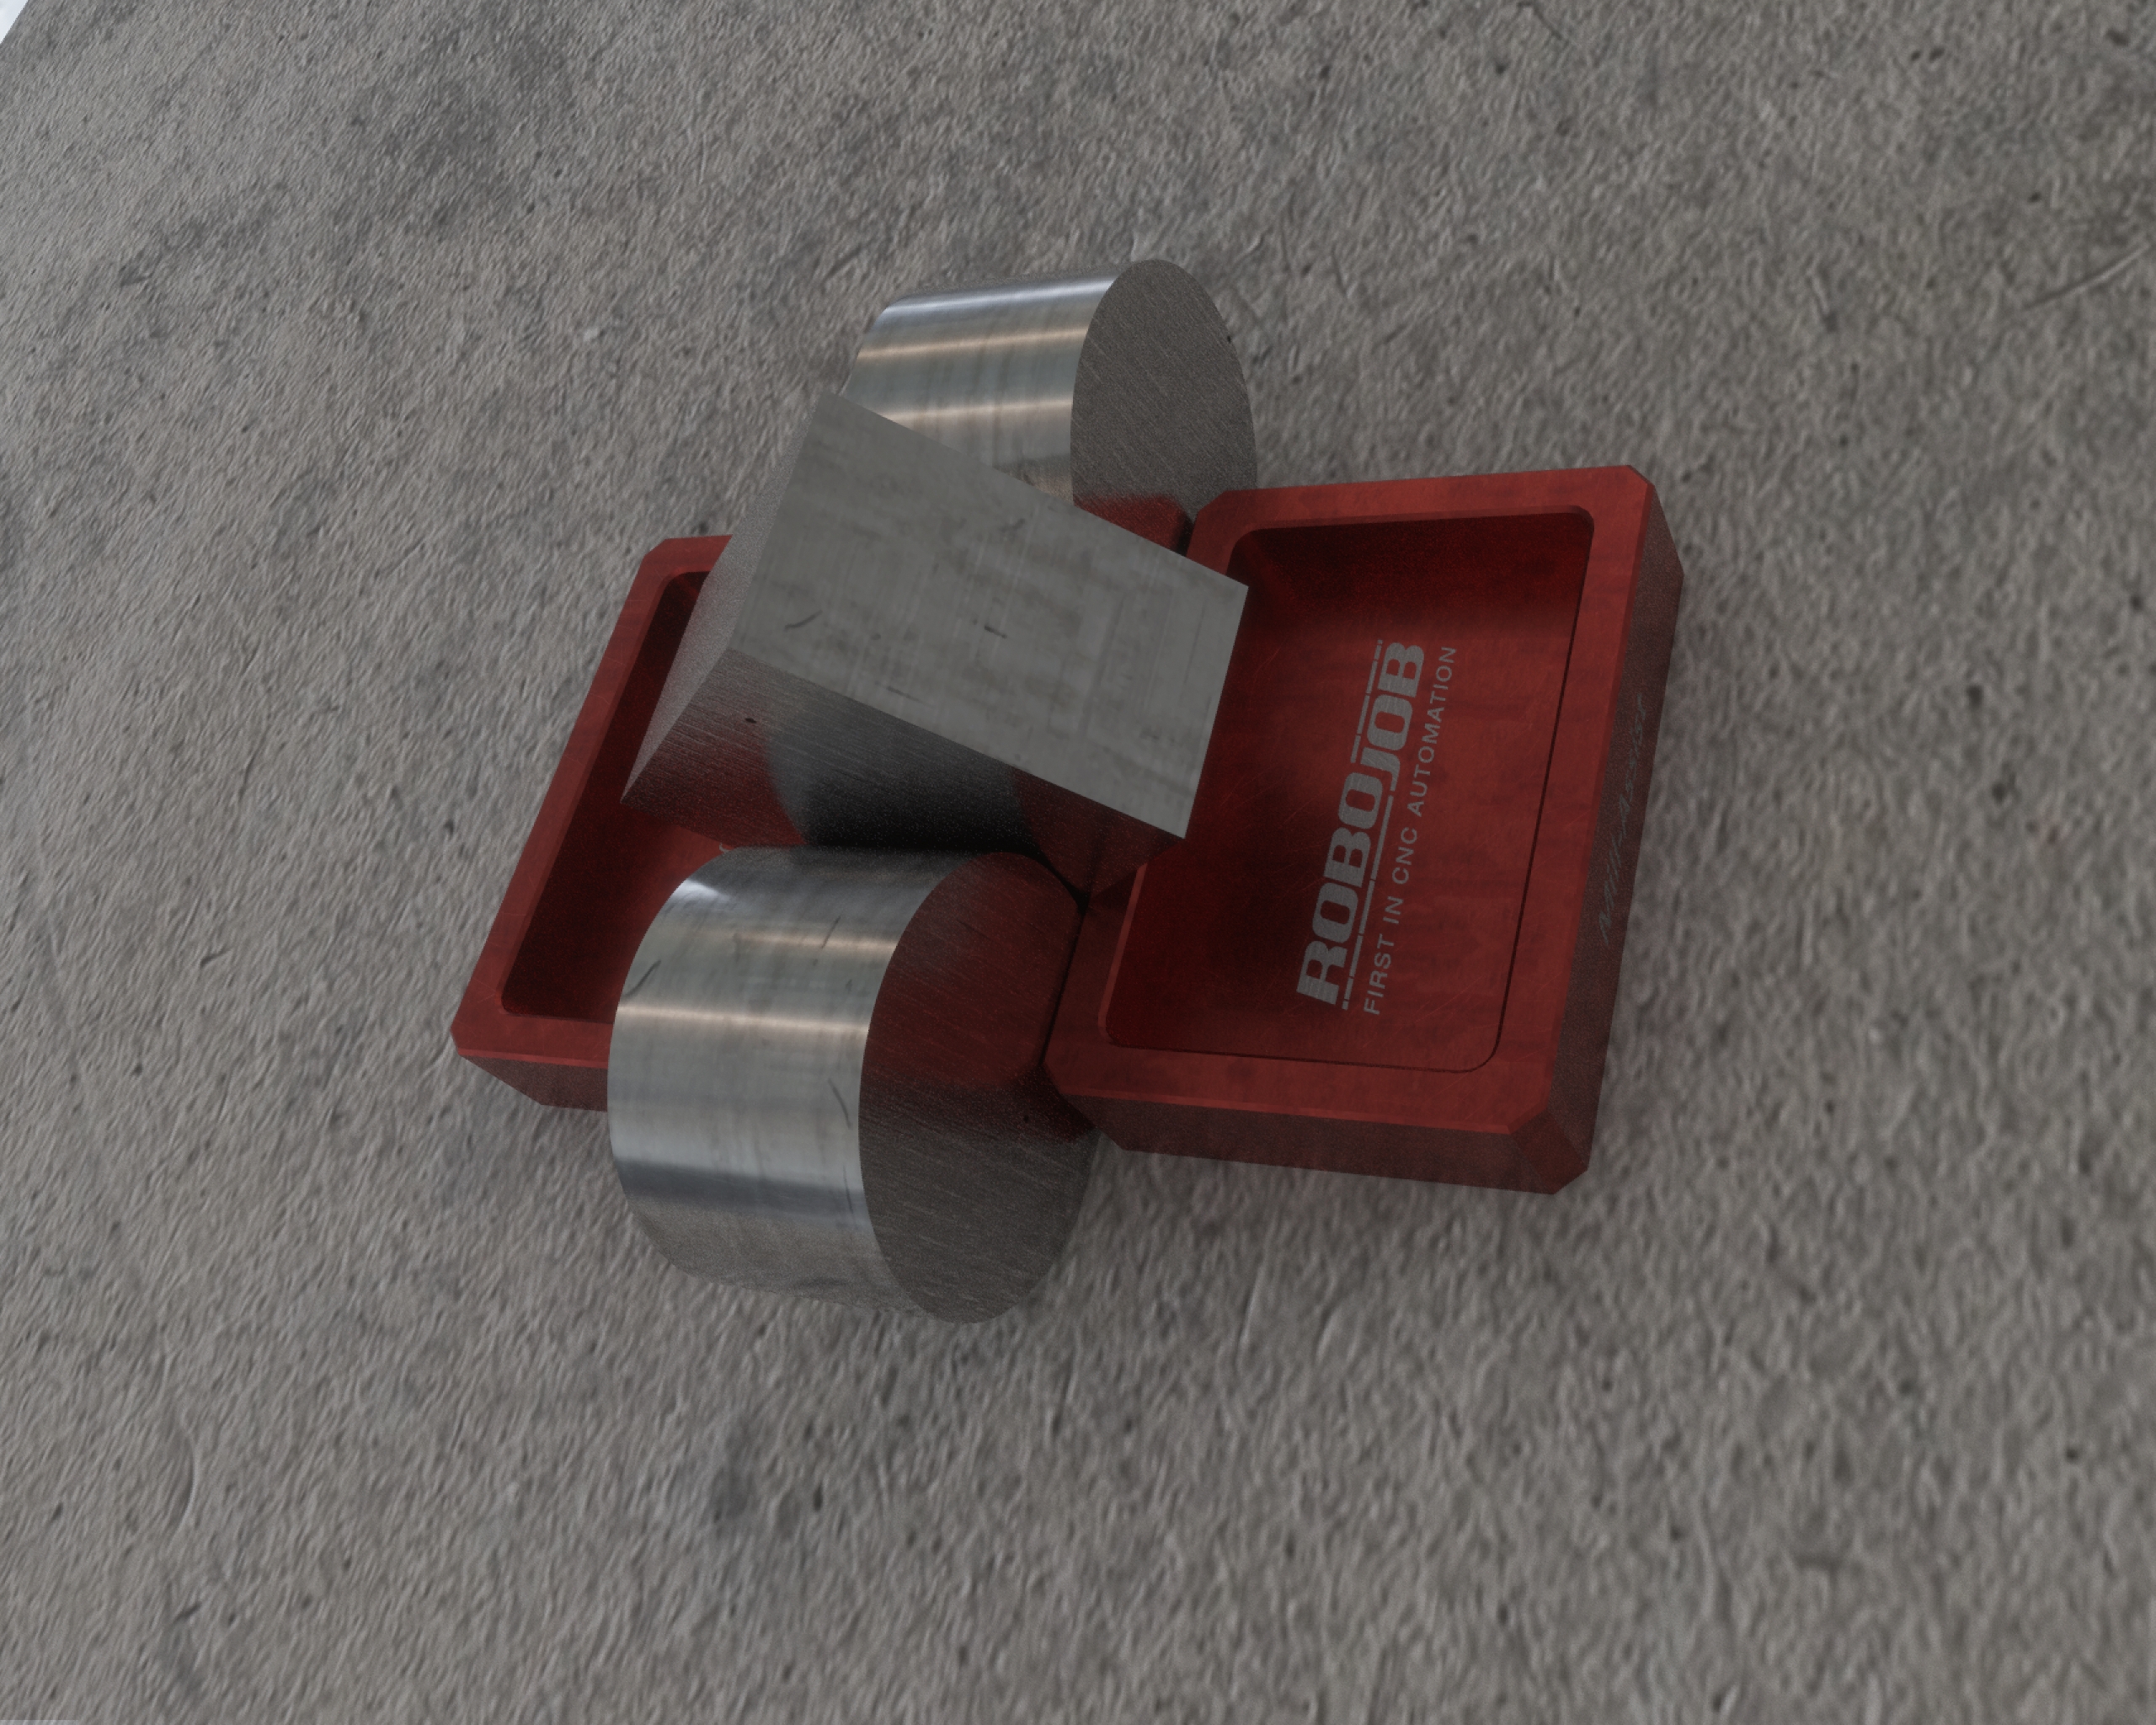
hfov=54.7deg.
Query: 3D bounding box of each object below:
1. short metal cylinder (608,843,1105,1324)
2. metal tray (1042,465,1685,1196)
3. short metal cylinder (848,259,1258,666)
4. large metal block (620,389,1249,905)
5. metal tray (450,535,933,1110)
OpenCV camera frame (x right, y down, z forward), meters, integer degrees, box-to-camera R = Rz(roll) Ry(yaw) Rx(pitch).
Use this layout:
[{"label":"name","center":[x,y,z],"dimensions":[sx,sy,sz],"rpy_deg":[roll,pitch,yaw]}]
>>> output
[{"label":"short metal cylinder","center":[-0.036,0.037,0.366],"dimensions":[0.050,0.080,0.080],"rpy_deg":[2,63,29]},{"label":"metal tray","center":[0.054,-0.009,0.380],"dimensions":[0.090,0.030,0.130],"rpy_deg":[2,62,29]},{"label":"short metal cylinder","center":[-0.004,-0.078,0.420],"dimensions":[0.050,0.080,0.080],"rpy_deg":[2,63,29]},{"label":"large metal block","center":[-0.028,-0.030,0.377],"dimensions":[0.080,0.080,0.050],"rpy_deg":[-35,36,61]},{"label":"metal tray","center":[-0.070,-0.010,0.445],"dimensions":[0.090,0.030,0.130],"rpy_deg":[2,62,29]}]
